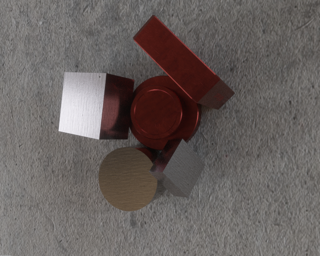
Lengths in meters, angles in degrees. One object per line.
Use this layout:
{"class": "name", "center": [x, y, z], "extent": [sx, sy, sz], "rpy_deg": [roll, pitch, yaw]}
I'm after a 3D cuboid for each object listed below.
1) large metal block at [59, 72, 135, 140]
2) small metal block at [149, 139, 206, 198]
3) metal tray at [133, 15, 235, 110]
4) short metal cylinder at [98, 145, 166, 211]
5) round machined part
{"class": "large metal block", "center": [-0.085, -0.030, 0.412], "extent": [0.080, 0.050, 0.079], "rpy_deg": [9, 93, 36]}
{"class": "small metal block", "center": [0.022, 0.049, 0.377], "extent": [0.025, 0.050, 0.050], "rpy_deg": [-8, 131, 50]}
{"class": "metal tray", "center": [0.033, -0.065, 0.341], "extent": [0.030, 0.130, 0.090], "rpy_deg": [-46, 76, 14]}
{"class": "short metal cylinder", "center": [-0.033, 0.063, 0.408], "extent": [0.080, 0.050, 0.079], "rpy_deg": [0, 90, 19]}
{"class": "round machined part", "center": [0.001, -0.020, 0.401], "extent": [0.098, 0.042, 0.097], "rpy_deg": [0, 90, 19]}
